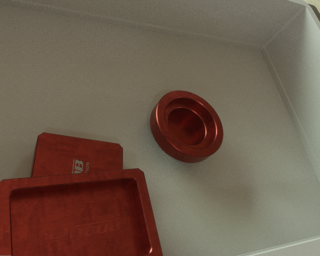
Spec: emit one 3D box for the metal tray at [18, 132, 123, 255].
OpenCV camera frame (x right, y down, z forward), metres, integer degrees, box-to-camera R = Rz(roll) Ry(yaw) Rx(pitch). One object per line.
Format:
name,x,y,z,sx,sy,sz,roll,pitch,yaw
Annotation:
metal tray,-0.086,0.074,0.312,0.091,0.030,0.130,11,57,-23

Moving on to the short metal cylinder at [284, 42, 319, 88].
short metal cylinder,0.308,-0.131,0.641,0.081,0.050,0.080,14,56,-21

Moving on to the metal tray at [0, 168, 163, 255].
metal tray,-0.070,0.087,0.273,0.131,0.030,0.090,-1,62,-29

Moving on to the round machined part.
round machined part,0.031,0.002,0.412,0.099,0.042,0.098,14,56,-21
